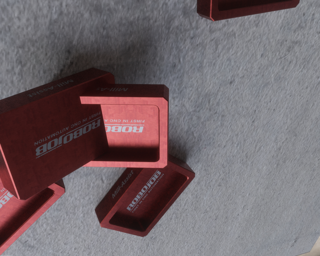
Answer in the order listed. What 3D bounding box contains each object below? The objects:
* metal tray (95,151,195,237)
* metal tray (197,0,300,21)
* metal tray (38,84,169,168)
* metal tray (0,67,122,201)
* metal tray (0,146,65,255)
[{"bbox_3d":[-0.021,0.095,0.452,0.090,0.030,0.130,31,101,-38],"label":"metal tray"},{"bbox_3d":[0.107,-0.179,0.352,0.131,0.030,0.089,-16,125,-20],"label":"metal tray"},{"bbox_3d":[-0.056,-0.001,0.336,0.131,0.030,0.089,1,122,1],"label":"metal tray"},{"bbox_3d":[-0.100,0.001,0.314,0.131,0.030,0.089,-32,131,-41],"label":"metal tray"},{"bbox_3d":[-0.188,0.088,0.355,0.130,0.030,0.090,-44,130,2],"label":"metal tray"}]
